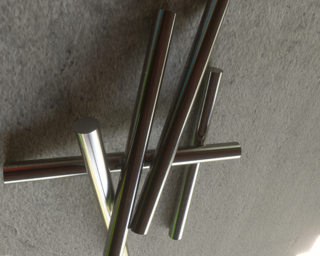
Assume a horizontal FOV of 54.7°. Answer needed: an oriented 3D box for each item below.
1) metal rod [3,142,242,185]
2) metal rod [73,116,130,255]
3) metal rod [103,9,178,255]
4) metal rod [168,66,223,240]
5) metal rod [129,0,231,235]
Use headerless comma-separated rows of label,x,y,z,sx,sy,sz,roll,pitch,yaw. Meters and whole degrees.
metal rod,-0.031,0.041,0.396,0.303,0.025,0.025,-4,120,-20
metal rod,-0.067,0.104,0.403,0.025,0.025,0.298,-20,136,-17
metal rod,-0.026,0.017,0.363,0.025,0.025,0.298,7,102,-32
metal rod,0.048,0.055,0.468,0.025,0.025,0.298,-6,121,-26
metal rod,0.021,-0.011,0.373,0.025,0.025,0.298,14,99,-34
